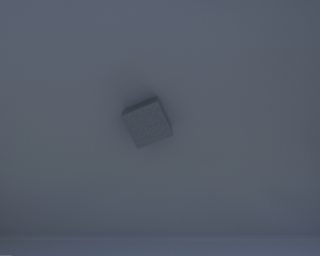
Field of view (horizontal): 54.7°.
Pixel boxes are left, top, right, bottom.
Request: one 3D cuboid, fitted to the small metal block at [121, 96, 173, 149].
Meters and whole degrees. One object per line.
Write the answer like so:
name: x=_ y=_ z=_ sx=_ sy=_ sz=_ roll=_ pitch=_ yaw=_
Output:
small metal block: x=-0.016 y=-0.007 z=0.405 sx=0.050 sy=0.025 sz=0.050 roll=-22 pitch=109 yaw=7
